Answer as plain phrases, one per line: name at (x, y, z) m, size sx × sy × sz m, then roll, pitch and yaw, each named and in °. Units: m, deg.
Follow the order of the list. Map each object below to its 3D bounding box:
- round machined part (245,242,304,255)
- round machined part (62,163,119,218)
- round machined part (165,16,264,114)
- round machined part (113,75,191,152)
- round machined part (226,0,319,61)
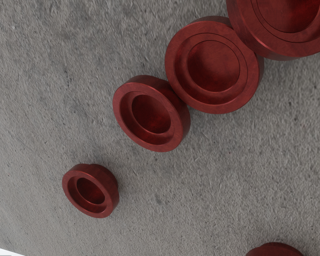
round machined part at (0.167, 0.199, 0.431) m, size 0.098 × 0.042 × 0.097 m, roll 13°, pitch 124°, yaw 21°
round machined part at (-0.110, 0.099, 0.515) m, size 0.098 × 0.042 × 0.097 m, roll 13°, pitch 124°, yaw 21°
round machined part at (0.058, -0.067, 0.321) m, size 0.098 × 0.042 × 0.097 m, roll 16°, pitch 128°, yaw 22°
round machined part at (-0.006, -0.021, 0.379) m, size 0.098 × 0.042 × 0.097 m, roll 20°, pitch 134°, yaw 23°
round machined part at (0.101, -0.104, 0.256) m, size 0.099 × 0.042 × 0.097 m, roll 0°, pitch 93°, yaw -10°
